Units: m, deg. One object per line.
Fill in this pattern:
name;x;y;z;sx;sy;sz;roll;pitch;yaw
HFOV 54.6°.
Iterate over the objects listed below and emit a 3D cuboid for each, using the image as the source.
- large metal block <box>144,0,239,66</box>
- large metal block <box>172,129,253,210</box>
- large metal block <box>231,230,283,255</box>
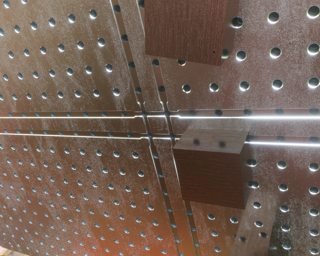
large metal block;0.032;-0.114;0.308;0.080;0.050;0.079;14;124;20
large metal block;0.069;0.049;0.390;0.080;0.050;0.080;3;120;27
large metal block;0.136;0.200;0.428;0.050;0.080;0.080;-14;111;34
